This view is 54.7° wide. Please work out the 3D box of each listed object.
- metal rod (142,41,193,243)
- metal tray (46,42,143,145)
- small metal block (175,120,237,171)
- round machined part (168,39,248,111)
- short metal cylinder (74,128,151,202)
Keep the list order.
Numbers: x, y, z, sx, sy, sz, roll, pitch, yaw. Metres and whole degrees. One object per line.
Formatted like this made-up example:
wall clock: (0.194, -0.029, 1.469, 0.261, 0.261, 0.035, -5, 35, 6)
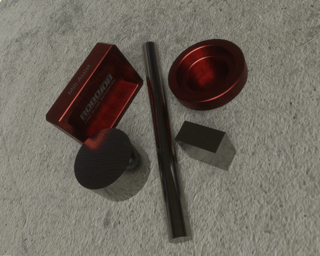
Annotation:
metal rod: (0.003, -0.005, 0.407, 0.025, 0.025, 0.299, -20, 54, 16)
metal tray: (-0.085, -0.041, 0.432, 0.030, 0.090, 0.130, 20, 72, 35)
small metal block: (0.052, 0.020, 0.345, 0.050, 0.050, 0.025, 18, 71, 34)
round machined part: (0.063, -0.063, 0.399, 0.098, 0.042, 0.098, -13, 56, 20)
short metal cylinder: (-0.059, 0.047, 0.390, 0.080, 0.050, 0.080, -13, 56, 20)
